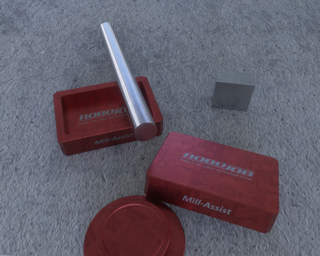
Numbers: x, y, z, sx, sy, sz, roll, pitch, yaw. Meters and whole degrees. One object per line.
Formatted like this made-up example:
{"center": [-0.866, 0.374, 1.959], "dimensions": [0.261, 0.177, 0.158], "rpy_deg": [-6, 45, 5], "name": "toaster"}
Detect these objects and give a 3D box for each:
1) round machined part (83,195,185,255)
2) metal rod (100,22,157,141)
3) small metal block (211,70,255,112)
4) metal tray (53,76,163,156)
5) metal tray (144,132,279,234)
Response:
{"center": [-0.025, 0.109, 0.300], "dimensions": [0.099, 0.042, 0.098], "rpy_deg": [0, 50, 0], "name": "round machined part"}
{"center": [-0.055, -0.086, 0.437], "dimensions": [0.025, 0.025, 0.300], "rpy_deg": [-12, 40, -10], "name": "metal rod"}
{"center": [0.101, -0.051, 0.432], "dimensions": [0.050, 0.050, 0.025], "rpy_deg": [7, 51, 5], "name": "small metal block"}
{"center": [-0.070, -0.020, 0.415], "dimensions": [0.131, 0.030, 0.090], "rpy_deg": [-12, 51, -11], "name": "metal tray"}
{"center": [0.059, 0.053, 0.338], "dimensions": [0.131, 0.030, 0.090], "rpy_deg": [15, 33, 12], "name": "metal tray"}
